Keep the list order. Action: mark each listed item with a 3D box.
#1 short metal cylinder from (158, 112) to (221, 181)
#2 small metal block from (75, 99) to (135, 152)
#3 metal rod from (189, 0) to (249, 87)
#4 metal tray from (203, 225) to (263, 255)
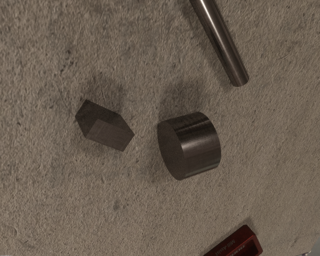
[{"bbox_3d":[0.036,0.023,0.407,0.050,0.080,0.079,-16,125,-20],"label":"short metal cylinder"},{"bbox_3d":[-0.064,-0.003,0.355,0.050,0.050,0.025,25,104,-37],"label":"small metal block"},{"bbox_3d":[0.037,-0.154,0.332,0.025,0.025,0.300,-41,130,-1],"label":"metal rod"},{"bbox_3d":[0.151,0.273,0.658,0.130,0.030,0.090,-35,129,-6],"label":"metal tray"}]
